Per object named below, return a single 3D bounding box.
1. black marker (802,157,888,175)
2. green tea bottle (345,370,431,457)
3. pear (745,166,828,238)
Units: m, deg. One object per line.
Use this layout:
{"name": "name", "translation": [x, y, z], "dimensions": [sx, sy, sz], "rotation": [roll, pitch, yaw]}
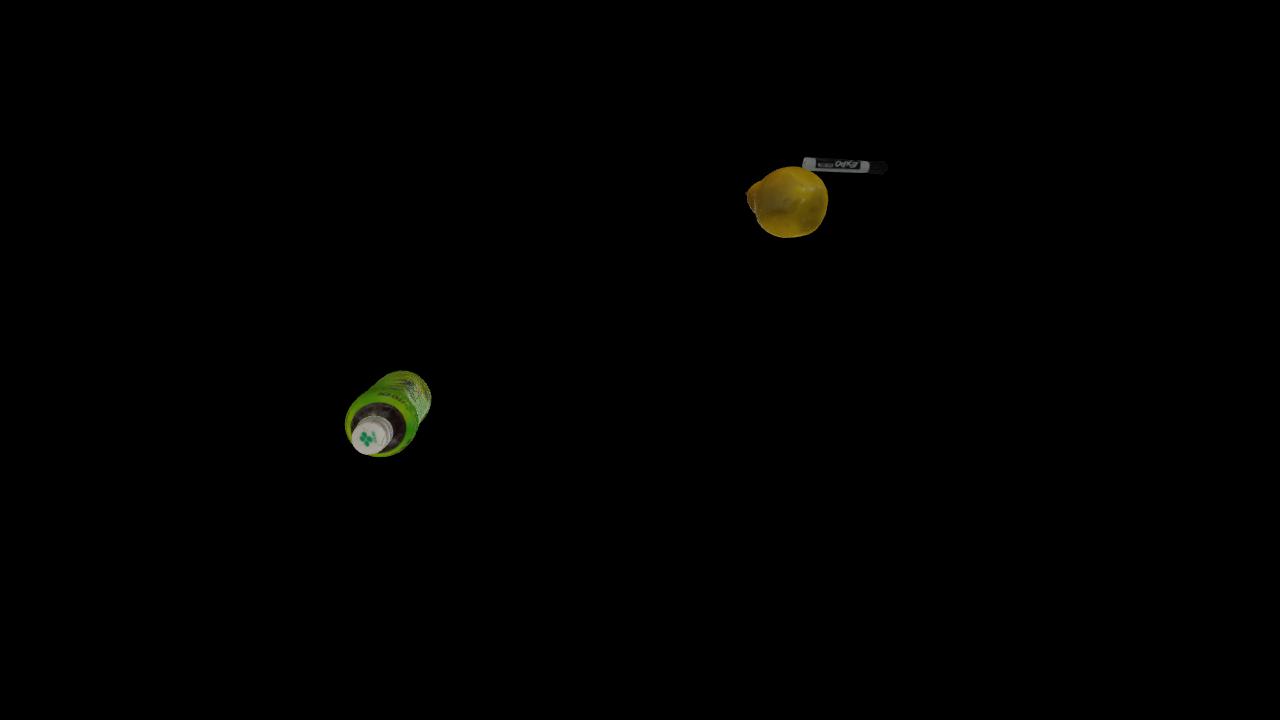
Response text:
{"name": "black marker", "translation": [0.296, -0.279, 0.886], "dimensions": [0.121, 0.020, 0.020], "rotation": [3, 0, -1]}
{"name": "green tea bottle", "translation": [-0.265, 0.059, 0.651], "dimensions": [0.073, 0.073, 0.212], "rotation": [0, 7, -15]}
{"name": "pear", "translation": [0.147, -0.178, 0.672], "dimensions": [0.080, 0.080, 0.111], "rotation": [0, 23, -44]}
